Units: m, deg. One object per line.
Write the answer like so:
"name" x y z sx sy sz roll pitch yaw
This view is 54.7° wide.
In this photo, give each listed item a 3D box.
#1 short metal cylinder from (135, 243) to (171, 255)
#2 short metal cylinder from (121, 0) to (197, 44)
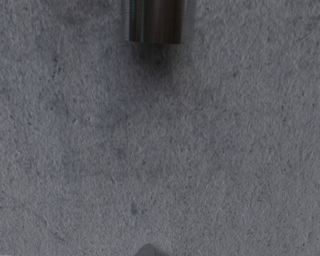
"short metal cylinder" -0.013 0.223 0.462 0.050 0.080 0.080 36 106 -13
"short metal cylinder" -0.002 -0.121 0.336 0.081 0.080 0.050 3 110 -2
